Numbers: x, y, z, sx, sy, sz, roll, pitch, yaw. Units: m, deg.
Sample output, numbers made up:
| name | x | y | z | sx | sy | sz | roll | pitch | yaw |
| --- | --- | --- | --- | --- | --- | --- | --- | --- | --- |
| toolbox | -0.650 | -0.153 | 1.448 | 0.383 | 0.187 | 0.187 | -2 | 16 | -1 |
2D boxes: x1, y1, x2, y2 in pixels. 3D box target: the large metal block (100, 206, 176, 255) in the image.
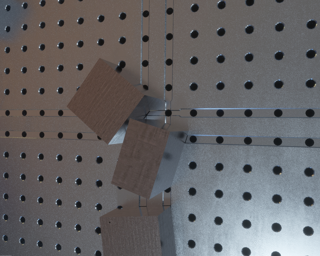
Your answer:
| name | x | y | z | sx | sy | sz | roll | pitch | yaw |
| --- | --- | --- | --- | --- | --- | --- | --- | --- | --- |
| large metal block | -0.027 | 0.150 | 0.408 | 0.080 | 0.050 | 0.080 | -7 | 88 | 19 |

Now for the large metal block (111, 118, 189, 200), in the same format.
| name | x | y | z | sx | sy | sz | roll | pitch | yaw |
| --- | --- | --- | --- | --- | --- | --- | --- | --- | --- |
| large metal block | -0.009 | 0.034 | 0.386 | 0.050 | 0.080 | 0.080 | 19 | 96 | 19 |

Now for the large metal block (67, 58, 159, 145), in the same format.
| name | x | y | z | sx | sy | sz | roll | pitch | yaw |
| --- | --- | --- | --- | --- | --- | --- | --- | --- | --- |
| large metal block | -0.064 | -0.035 | 0.421 | 0.080 | 0.050 | 0.080 | 41 | 103 | 15 |
